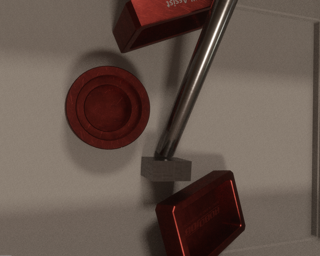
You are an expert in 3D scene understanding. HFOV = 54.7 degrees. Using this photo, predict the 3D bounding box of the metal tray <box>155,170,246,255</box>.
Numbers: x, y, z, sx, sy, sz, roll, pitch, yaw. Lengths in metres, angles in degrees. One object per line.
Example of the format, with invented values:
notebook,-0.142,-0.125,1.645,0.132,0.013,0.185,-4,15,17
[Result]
metal tray,0.058,0.118,0.403,0.131,0.030,0.089,-19,97,-44

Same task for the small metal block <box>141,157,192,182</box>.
small metal block,0.007,0.052,0.401,0.050,0.050,0.025,3,89,-20

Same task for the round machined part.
round machined part,-0.065,-0.023,0.378,0.099,0.042,0.097,0,90,-21

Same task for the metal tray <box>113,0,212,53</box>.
metal tray,0.014,-0.137,0.380,0.131,0.090,0.030,-23,93,-19

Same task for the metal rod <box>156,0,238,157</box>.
metal rod,0.055,-0.095,0.356,0.025,0.025,0.298,11,116,-20
